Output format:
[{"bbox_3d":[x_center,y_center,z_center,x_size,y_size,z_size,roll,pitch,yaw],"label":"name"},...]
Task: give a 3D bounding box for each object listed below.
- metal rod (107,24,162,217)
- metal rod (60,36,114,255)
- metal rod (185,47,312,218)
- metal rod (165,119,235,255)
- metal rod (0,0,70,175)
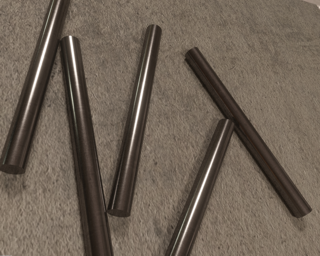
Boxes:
[{"bbox_3d":[-0.026,-0.033,0.410,0.025,0.025,0.300,20,54,-17],"label":"metal rod"},{"bbox_3d":[-0.085,0.019,0.347,0.025,0.025,0.299,0,62,-29],"label":"metal rod"},{"bbox_3d":[0.129,-0.001,0.476,0.025,0.025,0.299,-22,74,-36],"label":"metal rod"},{"bbox_3d":[0.041,0.097,0.367,0.025,0.025,0.301,35,51,-6],"label":"metal rod"},{"bbox_3d":[-0.142,-0.087,0.380,0.025,0.025,0.299,14,56,-21],"label":"metal rod"}]
